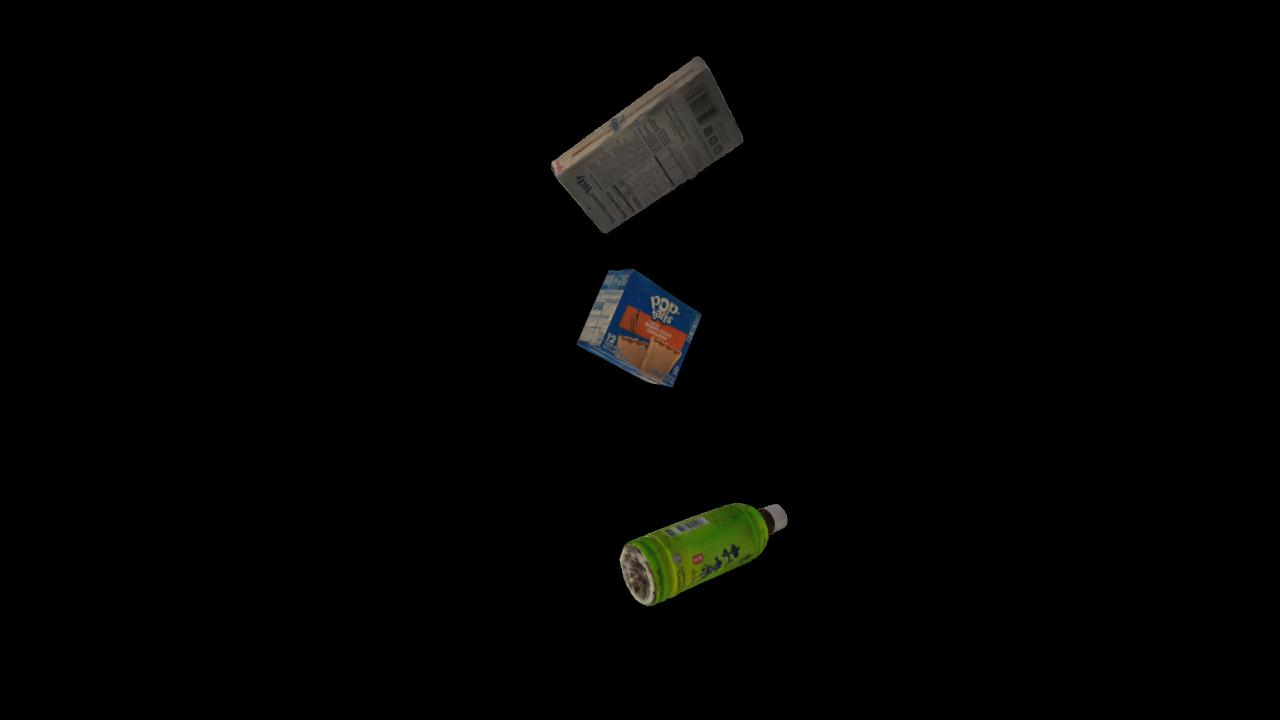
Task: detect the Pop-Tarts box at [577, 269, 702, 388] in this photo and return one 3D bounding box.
[{"bbox_3d":[0.002,-0.052,1.036,0.167,0.141,0.083,29,-11,-35],"label":"Pop-Tarts box"}]

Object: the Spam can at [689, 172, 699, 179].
[{"bbox_3d":[0.065,-0.301,0.820,0.058,0.101,0.085,16,8,0],"label":"Spam can"}]

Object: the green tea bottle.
[{"bbox_3d":[0.083,0.207,0.697,0.212,0.073,0.073,-13,7,-31],"label":"green tea bottle"}]

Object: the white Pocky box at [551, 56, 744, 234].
[{"bbox_3d":[0.008,-0.183,0.541,0.154,0.028,0.084,-31,-39,13],"label":"white Pocky box"}]
